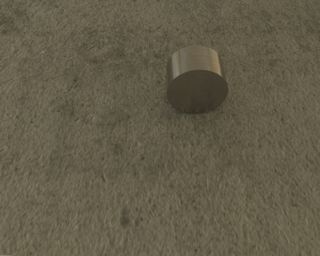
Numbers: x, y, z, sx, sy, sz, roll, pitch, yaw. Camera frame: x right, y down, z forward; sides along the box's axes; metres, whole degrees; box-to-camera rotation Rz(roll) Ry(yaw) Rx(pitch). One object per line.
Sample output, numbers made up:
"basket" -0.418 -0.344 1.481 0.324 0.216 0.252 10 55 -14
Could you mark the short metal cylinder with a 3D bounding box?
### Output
"short metal cylinder" 0.049 -0.064 0.422 0.081 0.080 0.050 0 50 0
